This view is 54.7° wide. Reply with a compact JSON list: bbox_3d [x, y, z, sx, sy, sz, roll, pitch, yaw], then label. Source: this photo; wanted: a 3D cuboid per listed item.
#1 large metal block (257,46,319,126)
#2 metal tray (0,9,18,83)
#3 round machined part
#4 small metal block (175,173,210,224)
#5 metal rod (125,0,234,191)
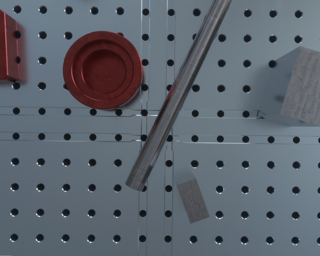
[{"bbox_3d":[0.170,-0.047,0.387,0.050,0.080,0.080,17,90,0],"label":"large metal block"},{"bbox_3d":[-0.261,-0.104,0.408,0.131,0.030,0.089,-3,90,0],"label":"metal tray"},{"bbox_3d":[-0.071,-0.072,0.404,0.099,0.042,0.097,0,90,0],"label":"round machined part"},{"bbox_3d":[0.040,0.089,0.401,0.025,0.050,0.050,-20,90,0],"label":"small metal block"},{"bbox_3d":[0.030,-0.056,0.413,0.025,0.025,0.299,26,90,0],"label":"metal rod"}]
